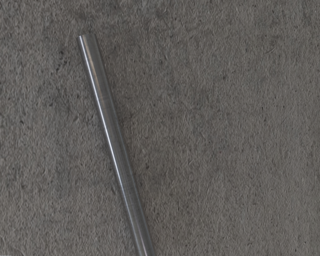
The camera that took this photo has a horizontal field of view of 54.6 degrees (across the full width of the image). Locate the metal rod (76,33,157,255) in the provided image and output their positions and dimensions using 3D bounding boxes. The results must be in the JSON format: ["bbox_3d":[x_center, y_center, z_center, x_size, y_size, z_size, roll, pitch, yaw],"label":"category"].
[{"bbox_3d":[-0.052,0.033,0.389,0.025,0.025,0.299,-17,96,-19],"label":"metal rod"}]
